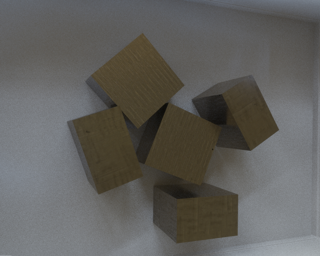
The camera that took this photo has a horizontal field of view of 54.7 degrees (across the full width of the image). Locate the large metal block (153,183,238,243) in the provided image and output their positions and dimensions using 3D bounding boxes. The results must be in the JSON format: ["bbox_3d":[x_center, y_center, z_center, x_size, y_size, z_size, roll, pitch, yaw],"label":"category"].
[{"bbox_3d":[0.043,0.104,0.398,0.081,0.080,0.050,1,90,-20],"label":"large metal block"}]

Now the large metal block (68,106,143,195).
[{"bbox_3d":[-0.066,0.022,0.356,0.050,0.080,0.080,-20,97,-19],"label":"large metal block"}]

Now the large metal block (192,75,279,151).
[{"bbox_3d":[0.099,-0.019,0.417,0.050,0.080,0.080,-33,101,-17],"label":"large metal block"}]

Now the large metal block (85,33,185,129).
[{"bbox_3d":[-0.032,-0.055,0.384,0.080,0.050,0.080,-44,104,-15],"label":"large metal block"}]

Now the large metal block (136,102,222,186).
[{"bbox_3d":[0.022,0.021,0.405,0.080,0.050,0.080,24,82,-19],"label":"large metal block"}]
